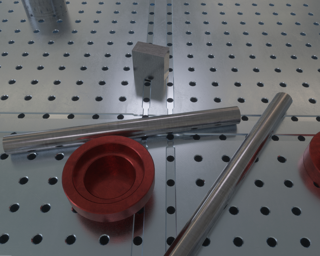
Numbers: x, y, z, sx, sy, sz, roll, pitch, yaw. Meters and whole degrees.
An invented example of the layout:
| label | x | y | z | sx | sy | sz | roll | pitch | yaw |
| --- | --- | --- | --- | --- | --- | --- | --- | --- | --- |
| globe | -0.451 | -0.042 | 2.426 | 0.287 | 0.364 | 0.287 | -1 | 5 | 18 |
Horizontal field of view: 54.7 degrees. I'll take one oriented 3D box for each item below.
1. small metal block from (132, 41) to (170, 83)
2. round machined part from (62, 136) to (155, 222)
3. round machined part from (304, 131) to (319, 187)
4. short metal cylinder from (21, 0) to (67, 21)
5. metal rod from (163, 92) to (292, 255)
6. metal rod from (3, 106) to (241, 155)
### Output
| label | x | y | z | sx | sy | sz | roll | pitch | yaw |
| --- | --- | --- | --- | --- | --- | --- | --- | --- | --- |
| small metal block | -0.014 | -0.101 | 0.476 | 0.050 | 0.050 | 0.025 | 15 | 52 | 12 |
| round machined part | -0.055 | 0.059 | 0.347 | 0.099 | 0.042 | 0.098 | 0 | 50 | 0 |
| round machined part | 0.229 | 0.036 | 0.368 | 0.099 | 0.042 | 0.098 | 0 | 50 | 0 |
| short metal cylinder | -0.227 | -0.253 | 0.602 | 0.080 | 0.050 | 0.080 | 0 | 50 | 0 |
| metal rod | 0.088 | 0.052 | 0.363 | 0.025 | 0.025 | 0.301 | 29 | 56 | 22 |
| metal rod | -0.043 | 0.002 | 0.405 | 0.302 | 0.025 | 0.025 | -7 | 51 | -7 |
